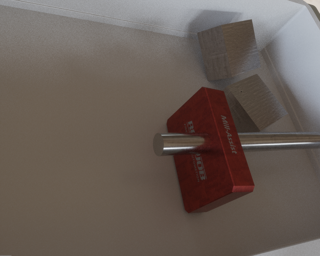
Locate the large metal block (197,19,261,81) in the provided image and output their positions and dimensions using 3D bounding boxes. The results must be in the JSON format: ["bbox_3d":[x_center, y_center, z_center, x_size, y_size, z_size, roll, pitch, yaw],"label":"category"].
[{"bbox_3d":[0.115,-0.128,0.511,0.081,0.050,0.080,-23,104,-36],"label":"large metal block"}]

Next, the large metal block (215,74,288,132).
[{"bbox_3d":[0.138,-0.030,0.485,0.081,0.050,0.080,-25,75,-37],"label":"large metal block"}]

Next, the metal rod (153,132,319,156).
[{"bbox_3d":[0.132,0.017,0.398,0.303,0.025,0.025,0,62,-28],"label":"metal rod"}]

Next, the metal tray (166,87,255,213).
[{"bbox_3d":[0.054,0.027,0.375,0.030,0.090,0.130,6,59,-31],"label":"metal tray"}]
